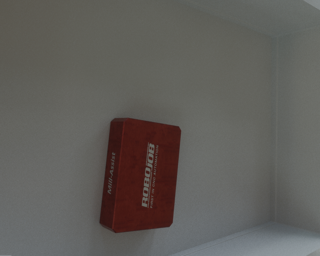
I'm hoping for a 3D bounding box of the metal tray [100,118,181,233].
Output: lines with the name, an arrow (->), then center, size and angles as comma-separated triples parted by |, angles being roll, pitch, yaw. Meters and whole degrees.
metal tray -> -0.021, 0.057, 0.385 | 0.091, 0.030, 0.129 | 9, 84, -40
